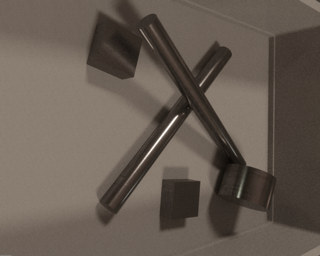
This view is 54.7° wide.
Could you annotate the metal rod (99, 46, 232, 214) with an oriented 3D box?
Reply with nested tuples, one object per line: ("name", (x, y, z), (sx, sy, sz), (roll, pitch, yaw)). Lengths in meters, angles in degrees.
("metal rod", (0.022, -0.014, 0.426), (0.301, 0.025, 0.025), (-52, 121, -27))

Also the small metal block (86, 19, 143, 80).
("small metal block", (-0.052, -0.091, 0.364), (0.050, 0.025, 0.050), (20, 78, -39))

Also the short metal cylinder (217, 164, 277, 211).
("short metal cylinder", (0.137, 0.095, 0.489), (0.080, 0.080, 0.050), (32, 70, -36))

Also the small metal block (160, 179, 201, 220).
("small metal block", (0.029, 0.098, 0.433), (0.050, 0.025, 0.050), (7, 85, -40))

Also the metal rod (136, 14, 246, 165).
("metal rod", (0.059, -0.026, 0.426), (0.300, 0.025, 0.025), (50, 60, -40))
